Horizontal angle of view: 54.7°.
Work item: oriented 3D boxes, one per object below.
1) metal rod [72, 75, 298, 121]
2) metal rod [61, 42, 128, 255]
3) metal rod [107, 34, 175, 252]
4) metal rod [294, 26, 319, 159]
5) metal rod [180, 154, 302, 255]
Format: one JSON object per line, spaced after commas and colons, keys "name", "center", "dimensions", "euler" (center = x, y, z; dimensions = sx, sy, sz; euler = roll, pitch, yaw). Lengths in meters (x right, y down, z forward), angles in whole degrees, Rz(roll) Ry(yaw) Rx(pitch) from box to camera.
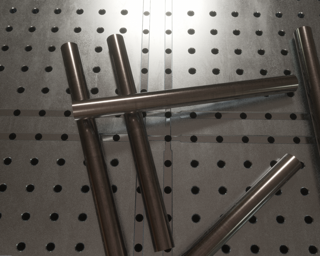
{"name": "metal rod", "center": [0.041, -0.042, 0.409], "dimensions": [0.302, 0.025, 0.025], "euler": [-8, 70, -11]}
{"name": "metal rod", "center": [-0.090, 0.017, 0.404], "dimensions": [0.025, 0.025, 0.299], "euler": [-15, 71, -6]}
{"name": "metal rod", "center": [-0.031, 0.005, 0.409], "dimensions": [0.025, 0.025, 0.299], "euler": [-13, 71, -5]}
{"name": "metal rod", "center": [0.219, -0.006, 0.416], "dimensions": [0.025, 0.025, 0.299], "euler": [-1, 70, -1]}
{"name": "metal rod", "center": [0.058, 0.135, 0.363], "dimensions": [0.301, 0.025, 0.025], "euler": [-39, 75, -14]}
